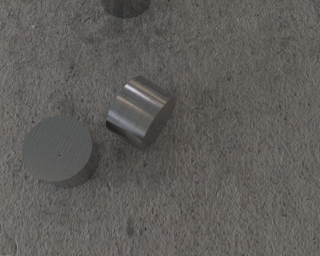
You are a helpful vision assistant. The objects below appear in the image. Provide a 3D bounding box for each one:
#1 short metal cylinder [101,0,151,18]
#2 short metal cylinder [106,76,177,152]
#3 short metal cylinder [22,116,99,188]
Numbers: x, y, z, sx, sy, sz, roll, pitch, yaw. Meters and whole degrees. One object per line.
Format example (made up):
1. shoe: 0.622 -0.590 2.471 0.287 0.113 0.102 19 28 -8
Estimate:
1. short metal cylinder: -0.055 -0.217 0.474 0.081 0.050 0.080 0 70 0
2. short metal cylinder: -0.022 -0.018 0.385 0.050 0.080 0.080 32 73 11
3. short metal cylinder: -0.119 0.031 0.383 0.081 0.050 0.080 0 70 0
